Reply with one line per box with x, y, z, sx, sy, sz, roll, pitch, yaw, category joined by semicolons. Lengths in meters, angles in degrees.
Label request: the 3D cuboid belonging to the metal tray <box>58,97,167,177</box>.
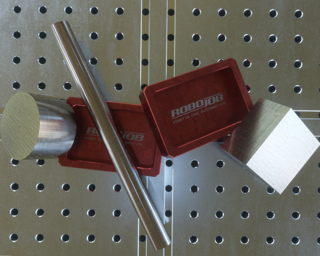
-0.060;0.011;0.410;0.131;0.030;0.089;7;90;0;metal tray

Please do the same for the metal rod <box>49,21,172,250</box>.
-0.061;0.009;0.383;0.025;0.025;0.299;-25;90;0;metal rod

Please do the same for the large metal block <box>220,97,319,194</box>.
0.137;0.022;0.384;0.080;0.050;0.080;38;90;-31;large metal block

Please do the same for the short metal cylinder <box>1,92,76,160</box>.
-0.150;-0.001;0.381;0.080;0.050;0.080;-3;85;34;short metal cylinder

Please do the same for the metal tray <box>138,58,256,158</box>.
0.050;-0.026;0.392;0.131;0.030;0.090;-21;90;-17;metal tray
